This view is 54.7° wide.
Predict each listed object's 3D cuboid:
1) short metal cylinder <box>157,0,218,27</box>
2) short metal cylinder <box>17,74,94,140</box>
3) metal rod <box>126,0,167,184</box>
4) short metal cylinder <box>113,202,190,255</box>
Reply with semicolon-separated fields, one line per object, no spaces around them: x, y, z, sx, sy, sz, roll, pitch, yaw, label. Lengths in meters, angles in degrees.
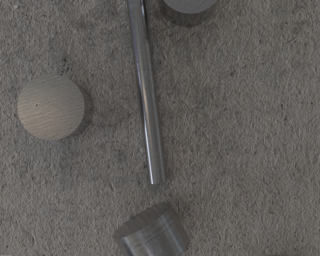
0.036;-0.178;0.398;0.081;0.050;0.080;0;90;0;short metal cylinder
-0.131;-0.025;0.396;0.081;0.050;0.080;0;90;0;short metal cylinder
-0.021;-0.077;0.409;0.025;0.025;0.298;-7;90;0;metal rod
-0.010;0.135;0.383;0.080;0.080;0.050;-29;90;0;short metal cylinder
